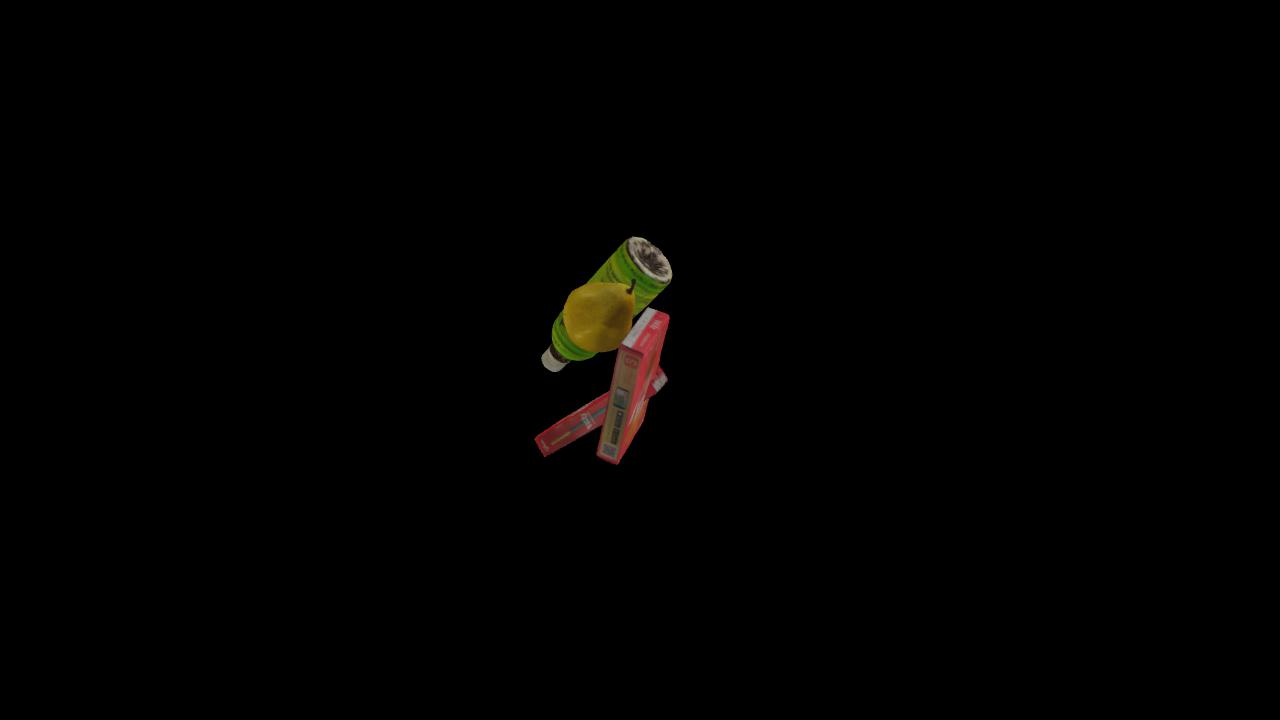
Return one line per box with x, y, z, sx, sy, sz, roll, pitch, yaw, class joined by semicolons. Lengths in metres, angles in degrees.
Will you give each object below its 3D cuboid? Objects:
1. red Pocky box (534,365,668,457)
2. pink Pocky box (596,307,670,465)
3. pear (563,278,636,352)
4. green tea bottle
-0.044;0.057;0.716;0.155;0.028;0.083;-31;2;13;red Pocky box
-0.008;0.029;0.653;0.029;0.155;0.084;21;36;10;pink Pocky box
-0.031;-0.053;0.667;0.080;0.080;0.111;0;-13;-43;pear
-0.051;-0.055;0.740;0.073;0.073;0.212;0;-33;-45;green tea bottle
